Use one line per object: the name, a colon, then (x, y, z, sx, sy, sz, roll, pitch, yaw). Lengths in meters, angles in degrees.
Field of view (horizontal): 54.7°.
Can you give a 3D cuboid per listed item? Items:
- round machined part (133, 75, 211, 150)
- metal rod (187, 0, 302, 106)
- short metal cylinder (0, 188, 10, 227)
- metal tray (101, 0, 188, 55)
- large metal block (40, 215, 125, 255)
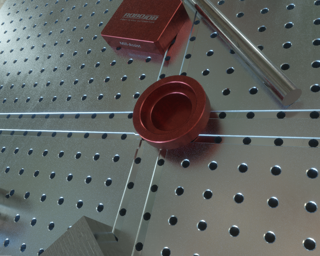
round machined part: (0.018, -0.016, 0.398, 0.098, 0.042, 0.098, -13, 56, 21)
metal rod: (0.096, -0.140, 0.443, 0.025, 0.025, 0.300, -33, 51, 7)
short metal cylinder: (-0.275, 0.121, 0.463, 0.080, 0.050, 0.080, -13, 56, 21)
metal tray: (-0.029, -0.177, 0.529, 0.130, 0.030, 0.090, 19, 71, 35)
large metal block: (-0.083, 0.159, 0.339, 0.080, 0.050, 0.080, -42, 51, -1)
